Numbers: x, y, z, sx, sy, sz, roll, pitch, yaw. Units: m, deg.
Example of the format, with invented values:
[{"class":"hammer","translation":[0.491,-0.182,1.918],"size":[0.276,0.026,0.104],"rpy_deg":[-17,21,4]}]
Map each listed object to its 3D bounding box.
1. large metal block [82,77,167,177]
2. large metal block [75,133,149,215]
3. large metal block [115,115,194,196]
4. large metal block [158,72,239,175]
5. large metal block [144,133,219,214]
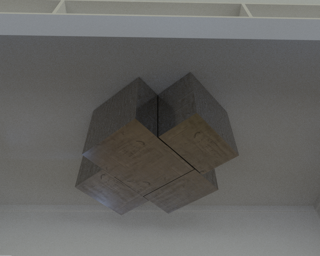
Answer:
[{"class":"large metal block","translation":[-0.040,-0.001,0.369],"size":[0.080,0.080,0.050],"rpy_deg":[-32,123,24]},{"class":"large metal block","translation":[-0.060,0.057,0.420],"size":[0.050,0.080,0.080],"rpy_deg":[-33,123,25]},{"class":"large metal block","translation":[-0.007,0.027,0.395],"size":[0.080,0.080,0.050],"rpy_deg":[-32,123,24]},{"class":"large metal block","translation":[0.043,-0.006,0.368],"size":[0.050,0.080,0.080],"rpy_deg":[-33,123,25]},{"class":"large metal block","translation":[0.026,0.056,0.421],"size":[0.080,0.080,0.050],"rpy_deg":[-32,123,24]}]
